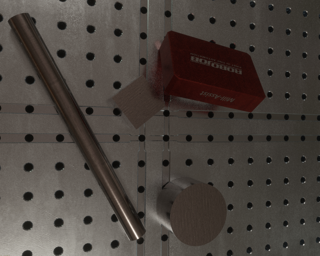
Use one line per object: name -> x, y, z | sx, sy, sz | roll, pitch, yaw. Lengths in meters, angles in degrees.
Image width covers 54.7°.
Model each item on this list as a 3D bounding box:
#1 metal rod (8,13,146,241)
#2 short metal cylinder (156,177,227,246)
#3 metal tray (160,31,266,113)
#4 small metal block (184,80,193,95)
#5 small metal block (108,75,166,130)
metal rod -> -0.095, 0.007, 0.377 | 0.025, 0.025, 0.299 | -30, 100, -18
short metal cylinder -> 0.041, 0.110, 0.416 | 0.081, 0.050, 0.079 | 0, 90, -20
metal tray -> 0.068, -0.074, 0.411 | 0.131, 0.030, 0.090 | 10, 51, -20
small metal block -> 0.064, -0.066, 0.435 | 0.050, 0.025, 0.050 | 11, 94, -20
small metal block -> -0.030, -0.033, 0.402 | 0.050, 0.025, 0.050 | -40, 103, -16
